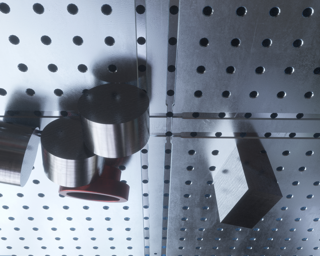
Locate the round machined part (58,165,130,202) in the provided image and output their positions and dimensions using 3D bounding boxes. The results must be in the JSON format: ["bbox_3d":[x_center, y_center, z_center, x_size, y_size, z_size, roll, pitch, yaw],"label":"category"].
[{"bbox_3d":[-0.093,0.079,0.450,0.099,0.042,0.098,5,159,2],"label":"round machined part"}]

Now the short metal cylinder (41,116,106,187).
[{"bbox_3d":[-0.110,0.029,0.399,0.081,0.080,0.050,8,130,-7],"label":"short metal cylinder"}]

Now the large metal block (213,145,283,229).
[{"bbox_3d":[0.122,0.086,0.450,0.050,0.080,0.079,15,129,-12],"label":"large metal block"}]

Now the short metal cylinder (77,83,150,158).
[{"bbox_3d":[-0.053,-0.011,0.366,0.081,0.080,0.050,1,130,-1],"label":"short metal cylinder"}]

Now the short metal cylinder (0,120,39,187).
[{"bbox_3d":[-0.194,0.032,0.401,0.050,0.080,0.079,13,129,-11],"label":"short metal cylinder"}]
